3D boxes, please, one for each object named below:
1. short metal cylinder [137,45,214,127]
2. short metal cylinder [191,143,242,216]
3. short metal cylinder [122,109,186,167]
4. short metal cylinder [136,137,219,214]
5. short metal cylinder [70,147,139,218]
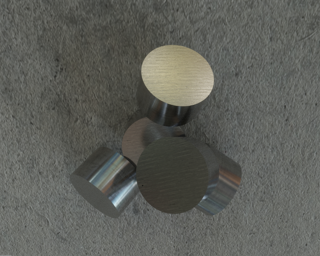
[{"bbox_3d":[0.016,-0.048,0.357,0.080,0.080,0.050,13,153,-5],"label":"short metal cylinder"},{"bbox_3d":[0.060,0.067,0.406,0.050,0.080,0.080,33,107,-12],"label":"short metal cylinder"},{"bbox_3d":[-0.007,0.015,0.403,0.081,0.050,0.079,0,110,-1],"label":"short metal cylinder"},{"bbox_3d":[0.021,0.050,0.345,0.080,0.050,0.080,-1,88,22],"label":"short metal cylinder"},{"bbox_3d":[-0.069,0.071,0.401,0.080,0.050,0.080,27,146,21],"label":"short metal cylinder"}]
